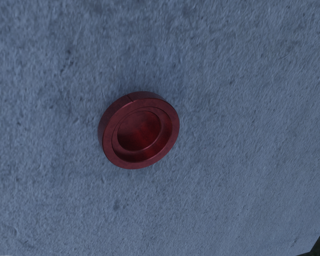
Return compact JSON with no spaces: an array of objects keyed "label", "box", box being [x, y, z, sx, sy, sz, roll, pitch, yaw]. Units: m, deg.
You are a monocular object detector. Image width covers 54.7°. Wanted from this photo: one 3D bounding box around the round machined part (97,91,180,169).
[{"label":"round machined part","box":[-0.029,-0.001,0.381,0.099,0.042,0.097,-14,125,-21]}]
